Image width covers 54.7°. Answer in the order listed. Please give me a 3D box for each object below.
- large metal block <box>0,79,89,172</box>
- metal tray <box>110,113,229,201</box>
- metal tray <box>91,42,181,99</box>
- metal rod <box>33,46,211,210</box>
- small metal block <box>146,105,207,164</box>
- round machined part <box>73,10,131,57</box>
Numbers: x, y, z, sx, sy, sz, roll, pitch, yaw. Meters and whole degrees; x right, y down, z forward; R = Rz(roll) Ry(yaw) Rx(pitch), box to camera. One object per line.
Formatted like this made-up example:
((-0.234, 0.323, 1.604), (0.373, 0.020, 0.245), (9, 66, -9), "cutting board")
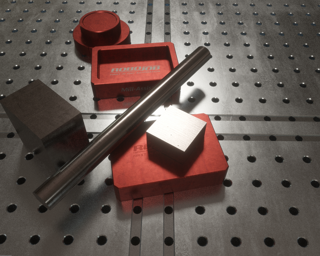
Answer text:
((-0.132, 0.002, 0.369), (0.080, 0.080, 0.050), (35, 58, 25), "large metal block")
((0.006, 0.032, 0.378), (0.131, 0.030, 0.090), (-8, 51, -8), "metal tray")
((-0.038, -0.092, 0.480), (0.131, 0.030, 0.090), (-5, 50, -5), "metal tray")
((-0.026, -0.019, 0.383), (0.025, 0.025, 0.301), (30, 56, 22), "metal rod")
((0.019, 0.007, 0.363), (0.050, 0.025, 0.050), (27, 55, 21), "small metal block")
((-0.102, -0.168, 0.536), (0.099, 0.042, 0.098), (0, 50, 0), "round machined part")
